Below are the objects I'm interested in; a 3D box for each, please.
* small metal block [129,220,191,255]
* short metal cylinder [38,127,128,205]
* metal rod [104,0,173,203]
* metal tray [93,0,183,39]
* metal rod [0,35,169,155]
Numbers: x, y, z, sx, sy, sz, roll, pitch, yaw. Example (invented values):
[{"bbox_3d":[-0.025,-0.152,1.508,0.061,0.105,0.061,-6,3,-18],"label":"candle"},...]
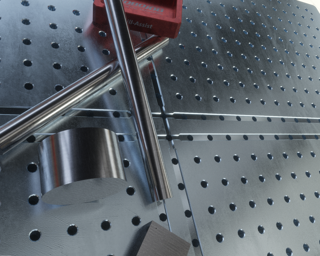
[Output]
[{"bbox_3d":[-0.002,0.135,0.326,0.050,0.025,0.050,34,51,-6],"label":"small metal block"},{"bbox_3d":[-0.077,0.040,0.308,0.081,0.080,0.050,-1,62,-29],"label":"short metal cylinder"},{"bbox_3d":[-0.033,-0.056,0.399,0.025,0.025,0.299,-6,73,-31],"label":"metal rod"},{"bbox_3d":[-0.032,-0.193,0.486,0.131,0.030,0.090,10,56,-7],"label":"metal tray"},{"bbox_3d":[-0.081,-0.063,0.404,0.025,0.025,0.302,45,51,2],"label":"metal rod"}]
